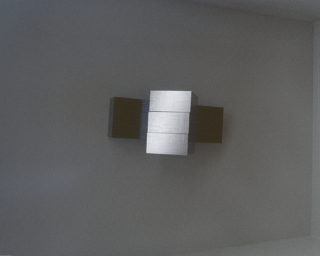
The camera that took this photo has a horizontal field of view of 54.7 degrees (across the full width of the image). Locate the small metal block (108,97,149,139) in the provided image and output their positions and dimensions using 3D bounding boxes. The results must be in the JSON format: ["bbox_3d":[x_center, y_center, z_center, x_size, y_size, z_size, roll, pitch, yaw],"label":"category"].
[{"bbox_3d":[-0.038,-0.012,0.396,0.050,0.025,0.050,4,89,-20],"label":"small metal block"}]

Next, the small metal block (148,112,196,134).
[{"bbox_3d":[0.017,-0.006,0.392,0.050,0.050,0.025,2,89,16],"label":"small metal block"}]

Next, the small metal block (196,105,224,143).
[{"bbox_3d":[0.059,-0.005,0.432,0.050,0.025,0.050,3,89,-20],"label":"small metal block"}]

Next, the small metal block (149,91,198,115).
[{"bbox_3d":[0.019,-0.031,0.392,0.050,0.050,0.025,3,89,16],"label":"small metal block"}]

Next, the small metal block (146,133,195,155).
[{"bbox_3d":[0.015,0.019,0.392,0.050,0.050,0.025,2,89,16],"label":"small metal block"}]
